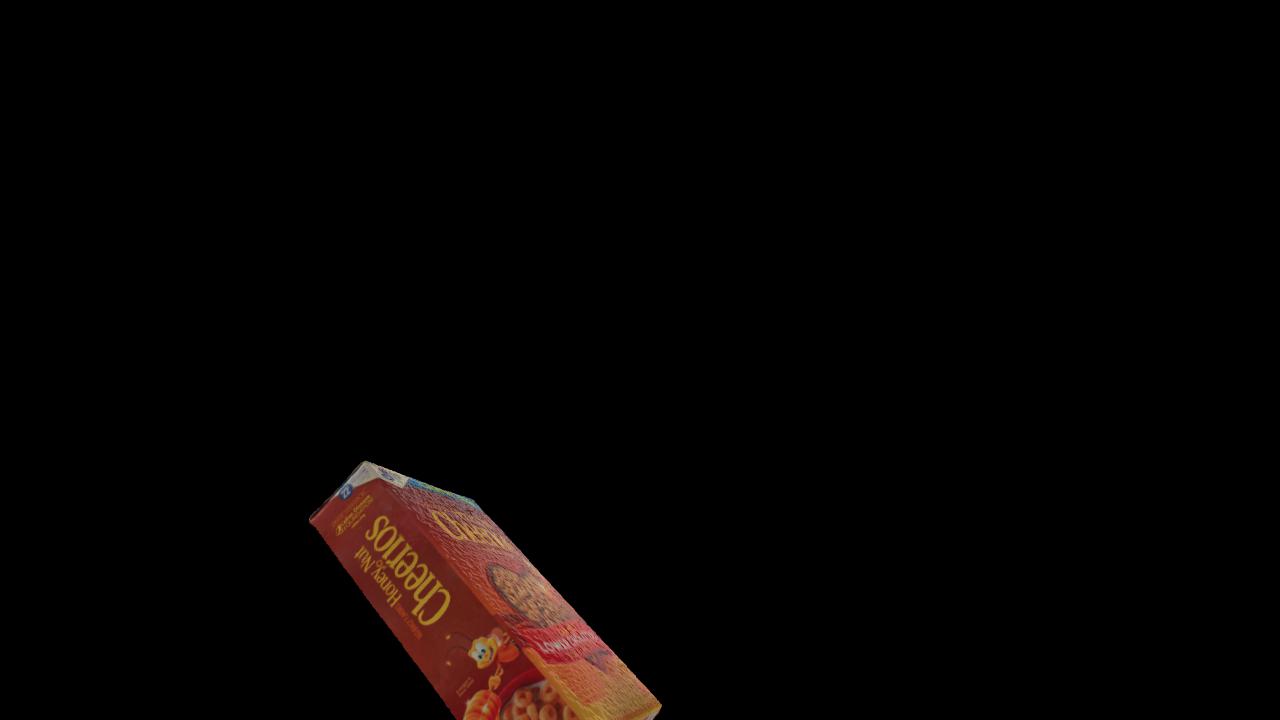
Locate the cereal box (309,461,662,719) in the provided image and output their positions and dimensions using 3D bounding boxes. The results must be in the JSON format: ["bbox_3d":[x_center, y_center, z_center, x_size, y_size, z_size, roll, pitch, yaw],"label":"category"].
[{"bbox_3d":[-0.131,0.229,0.551,0.306,0.081,0.203,38,-9,26],"label":"cereal box"}]
